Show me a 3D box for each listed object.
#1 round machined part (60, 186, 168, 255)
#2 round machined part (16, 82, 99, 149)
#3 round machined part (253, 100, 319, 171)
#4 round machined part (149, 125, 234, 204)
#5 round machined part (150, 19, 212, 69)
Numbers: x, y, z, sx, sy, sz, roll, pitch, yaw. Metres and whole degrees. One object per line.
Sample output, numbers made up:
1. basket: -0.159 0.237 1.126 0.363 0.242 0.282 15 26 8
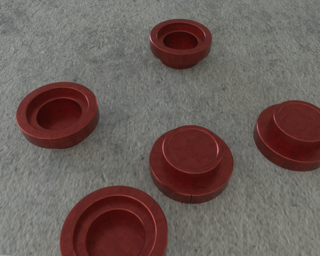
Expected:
1. round machined part: -0.042 0.109 0.300 0.099 0.042 0.098 0 50 0
2. round machined part: -0.128 -0.012 0.401 0.099 0.042 0.098 0 50 0
3. round machined part: 0.173 0.002 0.392 0.099 0.042 0.098 0 50 0
4. round machined part: 0.037 0.035 0.363 0.099 0.042 0.098 0 50 0
5. round machined part: 0.033 -0.133 0.504 0.099 0.042 0.098 0 50 0
